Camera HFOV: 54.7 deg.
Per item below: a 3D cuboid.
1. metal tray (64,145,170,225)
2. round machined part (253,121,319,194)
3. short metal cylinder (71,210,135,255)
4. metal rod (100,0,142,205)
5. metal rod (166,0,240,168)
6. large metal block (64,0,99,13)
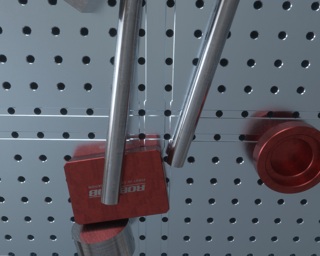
[{"bbox_3d":[-0.057,0.078,0.429,0.131,0.030,0.089,-9,98,2],"label":"metal tray"},{"bbox_3d":[0.175,0.036,0.420,0.099,0.042,0.097,0,110,-1],"label":"round machined part"},{"bbox_3d":[-0.079,0.155,0.440,0.080,0.080,0.050,-9,110,3],"label":"short metal cylinder"},{"bbox_3d":[-0.046,-0.050,0.373,0.025,0.025,0.298,7,102,-3],"label":"metal rod"},{"bbox_3d":[0.061,-0.086,0.382,0.025,0.025,0.298,15,109,-6],"label":"metal rod"},{"bbox_3d":[-0.093,-0.182,0.332,0.080,0.050,0.080,33,106,-12],"label":"large metal block"}]
